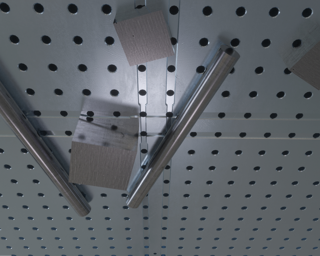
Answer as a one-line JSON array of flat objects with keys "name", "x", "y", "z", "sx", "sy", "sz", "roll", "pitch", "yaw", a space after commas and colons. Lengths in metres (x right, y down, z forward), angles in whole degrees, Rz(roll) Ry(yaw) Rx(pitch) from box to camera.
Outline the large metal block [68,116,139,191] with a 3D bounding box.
[{"name": "large metal block", "x": -0.077, "y": 0.036, "z": 0.425, "sx": 0.081, "sy": 0.050, "sz": 0.079, "roll": 10, "pitch": 129, "yaw": -9}]

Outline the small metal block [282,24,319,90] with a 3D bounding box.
[{"name": "small metal block", "x": 0.177, "y": -0.078, "z": 0.347, "sx": 0.050, "sy": 0.025, "sz": 0.050, "roll": 26, "pitch": 125, "yaw": -21}]

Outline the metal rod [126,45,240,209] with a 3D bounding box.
[{"name": "metal rod", "x": 0.016, "y": 0.019, "z": 0.428, "sx": 0.025, "sy": 0.025, "sz": 0.298, "roll": 19, "pitch": 128, "yaw": -16}]

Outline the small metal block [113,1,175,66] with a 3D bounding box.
[{"name": "small metal block", "x": -0.015, "y": -0.099, "z": 0.328, "sx": 0.050, "sy": 0.025, "sz": 0.050, "roll": -12, "pitch": 129, "yaw": 10}]

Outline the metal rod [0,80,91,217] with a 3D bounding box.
[{"name": "metal rod", "x": -0.170, "y": 0.032, "z": 0.437, "sx": 0.025, "sy": 0.025, "sz": 0.299, "roll": -12, "pitch": 129, "yaw": 10}]
